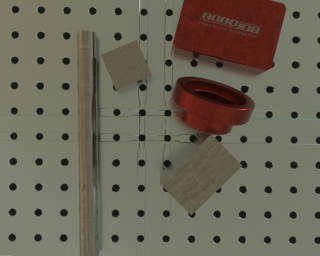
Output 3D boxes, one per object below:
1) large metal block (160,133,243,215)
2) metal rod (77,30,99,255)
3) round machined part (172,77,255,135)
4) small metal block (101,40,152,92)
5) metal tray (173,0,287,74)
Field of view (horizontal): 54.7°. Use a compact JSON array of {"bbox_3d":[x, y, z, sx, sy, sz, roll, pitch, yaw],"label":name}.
[{"bbox_3d":[0.046,0.052,0.386,0.080,0.080,0.050,-44,91,0],"label":"large metal block"},{"bbox_3d":[-0.096,0.023,0.412,0.025,0.025,0.298,-1,90,-1],"label":"metal rod"},{"bbox_3d":[0.062,-0.026,0.383,0.099,0.098,0.042,16,115,-1],"label":"round machined part"},{"bbox_3d":[-0.043,-0.081,0.413,0.050,0.025,0.050,-23,90,-1],"label":"small metal block"},{"bbox_3d":[0.090,-0.132,0.412,0.131,0.030,0.089,14,90,-1],"label":"metal tray"}]
